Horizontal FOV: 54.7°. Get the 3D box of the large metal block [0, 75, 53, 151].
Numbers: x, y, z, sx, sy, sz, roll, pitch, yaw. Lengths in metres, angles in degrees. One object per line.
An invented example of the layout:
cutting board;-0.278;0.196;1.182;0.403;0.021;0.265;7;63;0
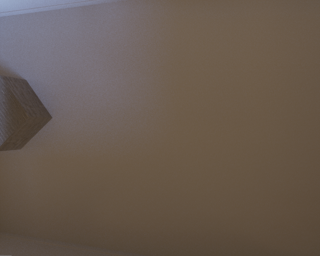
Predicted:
large metal block;-0.229;-0.021;0.476;0.080;0.050;0.080;-41;78;15
